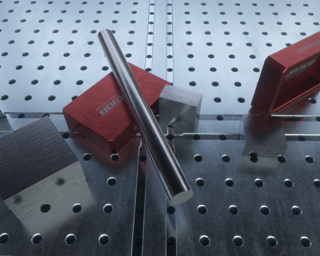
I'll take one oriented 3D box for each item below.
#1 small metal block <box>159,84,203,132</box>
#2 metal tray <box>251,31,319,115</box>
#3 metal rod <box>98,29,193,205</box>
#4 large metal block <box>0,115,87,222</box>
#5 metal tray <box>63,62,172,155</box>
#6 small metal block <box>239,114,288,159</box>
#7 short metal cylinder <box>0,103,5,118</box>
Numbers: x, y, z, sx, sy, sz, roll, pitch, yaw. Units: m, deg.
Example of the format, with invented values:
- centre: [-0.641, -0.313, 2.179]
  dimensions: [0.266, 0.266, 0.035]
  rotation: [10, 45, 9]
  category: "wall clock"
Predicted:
- centre: [0.027, -0.026, 0.413]
  dimensions: [0.050, 0.050, 0.025]
  rotation: [16, 52, 13]
  category: "small metal block"
- centre: [0.192, -0.077, 0.431]
  dimensions: [0.131, 0.090, 0.030]
  rotation: [-27, 55, -21]
  category: "metal tray"
- centre: [-0.032, -0.038, 0.399]
  dimensions: [0.025, 0.025, 0.300]
  rotation: [-16, 52, -13]
  category: "metal rod"
- centre: [-0.143, 0.044, 0.354]
  dimensions: [0.081, 0.050, 0.080]
  rotation: [-30, 56, -23]
  category: "large metal block"
- centre: [-0.055, -0.033, 0.432]
  dimensions: [0.090, 0.030, 0.131]
  rotation: [30, 56, 23]
  category: "metal tray"
- centre: [0.131, 0.010, 0.400]
  dimensions: [0.050, 0.025, 0.050]
  rotation: [4, 50, 3]
  category: "small metal block"
- centre: [-0.247, -0.043, 0.406]
  dimensions: [0.050, 0.080, 0.080]
  rotation: [-26, 55, -20]
  category: "short metal cylinder"
